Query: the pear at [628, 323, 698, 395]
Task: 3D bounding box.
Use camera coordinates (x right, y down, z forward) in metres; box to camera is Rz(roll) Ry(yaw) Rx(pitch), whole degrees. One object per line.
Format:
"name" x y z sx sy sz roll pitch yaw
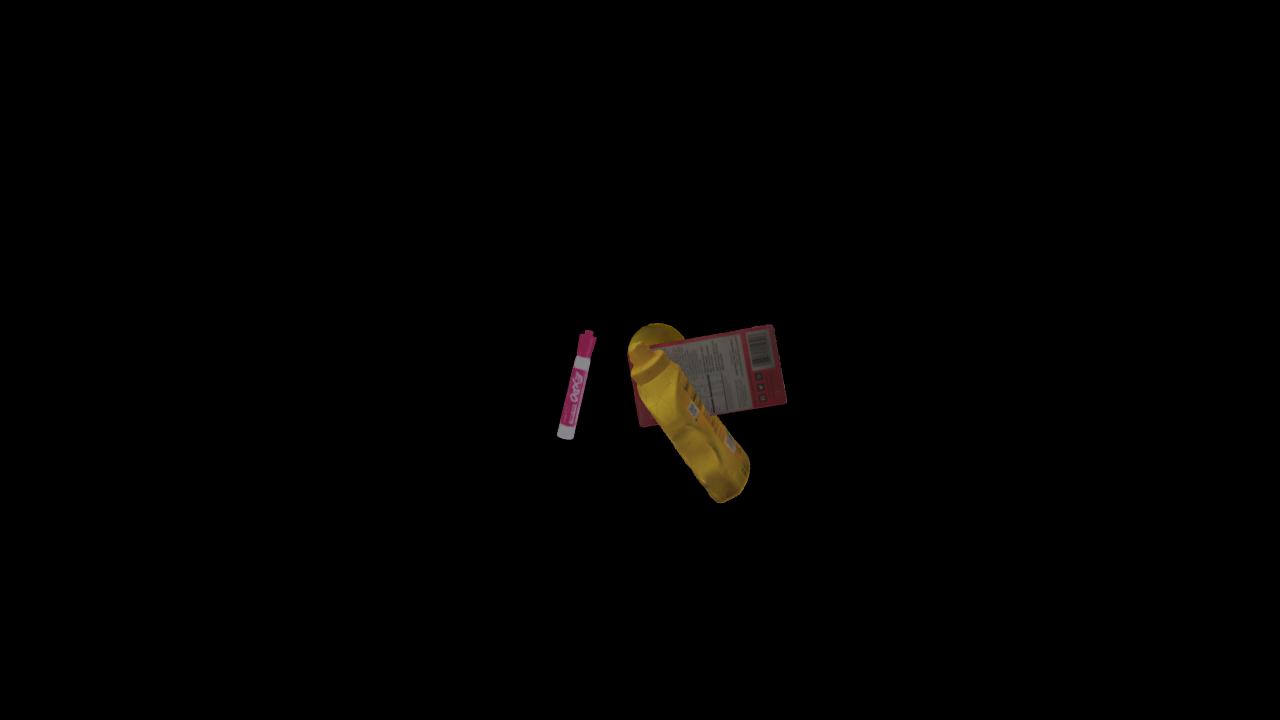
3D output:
"pear" 0.040 0.002 0.756 0.111 0.080 0.080 23 10 24

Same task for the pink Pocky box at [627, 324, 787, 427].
"pink Pocky box" 0.069 0.017 0.645 0.155 0.084 0.029 -10 -3 4

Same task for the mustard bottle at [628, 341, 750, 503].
"mustard bottle" 0.046 0.055 0.642 0.054 0.184 0.092 -30 16 24

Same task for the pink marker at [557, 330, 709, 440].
"pink marker" -0.068 0.027 0.666 0.020 0.121 0.020 13 9 -2
